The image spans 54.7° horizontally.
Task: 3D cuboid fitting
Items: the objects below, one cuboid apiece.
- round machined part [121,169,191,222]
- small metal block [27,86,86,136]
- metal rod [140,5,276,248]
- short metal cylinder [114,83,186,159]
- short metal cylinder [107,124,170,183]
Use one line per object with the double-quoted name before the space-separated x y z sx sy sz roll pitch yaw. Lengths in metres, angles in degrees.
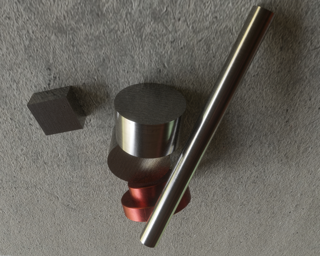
"round machined part" -0.008 0.089 0.443 0.098 0.098 0.042 -12 102 10
"small metal block" -0.128 -0.021 0.388 0.050 0.025 0.050 -11 130 8
"metal rod" 0.045 0.013 0.352 0.025 0.025 0.298 20 107 -16
"short metal cylinder" -0.012 -0.010 0.362 0.081 0.080 0.050 2 130 -2
"short metal cylinder" -0.027 0.029 0.415 0.081 0.050 0.079 0 130 0
